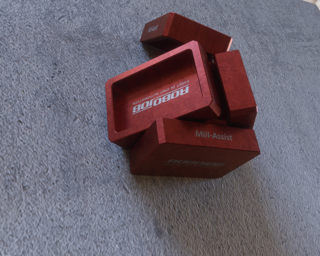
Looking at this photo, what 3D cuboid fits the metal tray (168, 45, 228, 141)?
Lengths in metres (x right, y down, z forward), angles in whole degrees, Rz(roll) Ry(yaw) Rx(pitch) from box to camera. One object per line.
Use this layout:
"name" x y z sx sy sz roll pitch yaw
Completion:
"metal tray" 0.039 -0.041 0.410 0.030 0.090 0.130 7 59 -25

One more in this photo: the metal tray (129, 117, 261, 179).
"metal tray" 0.039 0.029 0.368 0.131 0.090 0.030 7 59 -25

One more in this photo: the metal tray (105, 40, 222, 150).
"metal tray" -0.002 -0.037 0.366 0.030 0.130 0.090 37 38 -54

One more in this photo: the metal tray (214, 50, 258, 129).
"metal tray" 0.094 -0.028 0.411 0.030 0.130 0.090 -10 63 4

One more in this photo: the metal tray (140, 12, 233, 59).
"metal tray" 0.031 -0.125 0.441 0.091 0.130 0.030 16 96 -20
